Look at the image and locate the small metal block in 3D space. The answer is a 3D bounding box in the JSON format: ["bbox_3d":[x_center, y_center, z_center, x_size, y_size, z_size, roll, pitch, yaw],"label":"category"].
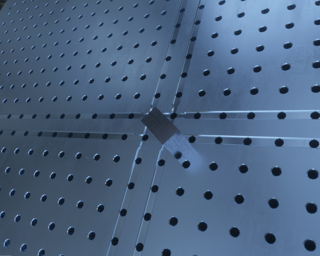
[{"bbox_3d":[0.009,0.008,0.383,0.025,0.050,0.050,-43,51,-1],"label":"small metal block"}]
